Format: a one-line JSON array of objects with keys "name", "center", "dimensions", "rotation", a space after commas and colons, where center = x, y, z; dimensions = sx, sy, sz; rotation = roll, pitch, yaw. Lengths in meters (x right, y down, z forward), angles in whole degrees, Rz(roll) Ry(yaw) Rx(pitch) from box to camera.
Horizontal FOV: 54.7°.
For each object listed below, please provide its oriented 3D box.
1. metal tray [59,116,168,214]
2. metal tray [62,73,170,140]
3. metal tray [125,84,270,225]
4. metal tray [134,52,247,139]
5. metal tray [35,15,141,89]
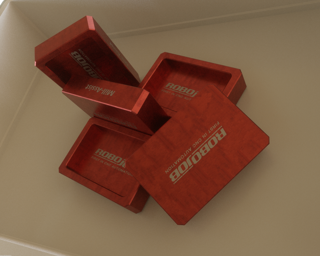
[{"name": "metal tray", "center": [-0.061, 0.043, 0.403], "dimensions": [0.130, 0.030, 0.090], "rotation": [17, 70, 34]}, {"name": "metal tray", "center": [-0.053, -0.024, 0.401], "dimensions": [0.130, 0.090, 0.030], "rotation": [17, 71, 34]}, {"name": "metal tray", "center": [0.039, 0.028, 0.337], "dimensions": [0.130, 0.030, 0.090], "rotation": [-43, 80, -2]}, {"name": "metal tray", "center": [0.034, -0.047, 0.410], "dimensions": [0.130, 0.030, 0.090], "rotation": [23, 74, 36]}, {"name": "metal tray", "center": [-0.095, -0.081, 0.433], "dimensions": [0.090, 0.130, 0.030], "rotation": [-27, 53, 12]}]
